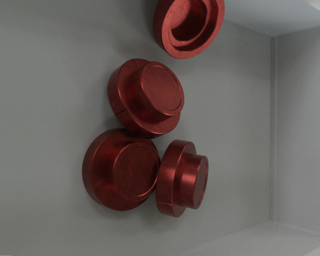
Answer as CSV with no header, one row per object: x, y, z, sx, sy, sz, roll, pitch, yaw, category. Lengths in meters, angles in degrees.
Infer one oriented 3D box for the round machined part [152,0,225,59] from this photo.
0.032,-0.143,0.401,0.099,0.042,0.097,-24,140,-22,round machined part

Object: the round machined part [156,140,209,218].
0.033,0.066,0.396,0.098,0.042,0.097,8,91,-69,round machined part

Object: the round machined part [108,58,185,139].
-0.009,-0.039,0.368,0.099,0.042,0.098,22,56,-37,round machined part

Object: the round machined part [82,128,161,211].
-0.037,0.049,0.365,0.099,0.042,0.097,0,90,-40,round machined part
